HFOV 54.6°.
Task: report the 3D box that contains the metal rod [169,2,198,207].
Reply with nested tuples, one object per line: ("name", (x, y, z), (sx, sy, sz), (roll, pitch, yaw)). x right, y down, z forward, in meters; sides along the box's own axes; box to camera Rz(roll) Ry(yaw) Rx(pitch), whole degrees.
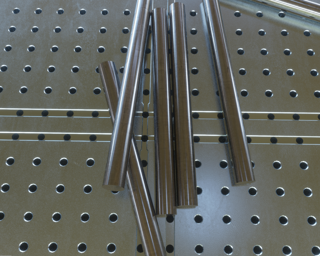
("metal rod", (0.030, -0.045, 0.428), (0.025, 0.025, 0.299), (-1, 70, -1))

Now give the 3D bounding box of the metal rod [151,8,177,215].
("metal rod", (0.003, -0.036, 0.424), (0.025, 0.025, 0.299), (-2, 70, -1))

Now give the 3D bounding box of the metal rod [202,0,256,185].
("metal rod", (0.092, -0.072, 0.438), (0.025, 0.025, 0.299), (-5, 70, -2))

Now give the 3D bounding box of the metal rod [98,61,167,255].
("metal rod", (-0.035, 0.047, 0.394), (0.025, 0.025, 0.299), (-15, 71, -5))

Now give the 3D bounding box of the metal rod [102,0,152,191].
("metal rod", (-0.038, -0.065, 0.416), (0.025, 0.025, 0.300), (5, 63, 2))

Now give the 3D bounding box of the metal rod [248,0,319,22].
("metal rod", (0.184, -0.201, 0.486), (0.301, 0.025, 0.025), (21, 71, 7))
